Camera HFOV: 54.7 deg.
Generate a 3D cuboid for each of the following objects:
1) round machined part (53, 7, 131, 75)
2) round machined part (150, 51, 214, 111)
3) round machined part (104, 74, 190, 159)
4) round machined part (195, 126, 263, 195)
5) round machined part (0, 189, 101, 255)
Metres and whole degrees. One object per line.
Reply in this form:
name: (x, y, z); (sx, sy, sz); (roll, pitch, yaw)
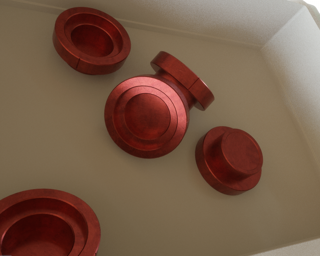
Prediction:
round machined part: (-0.092, -0.110, 0.413); (0.099, 0.042, 0.098); (14, 56, -21)
round machined part: (0.023, -0.055, 0.419); (0.098, 0.098, 0.042); (42, 90, 0)
round machined part: (-0.013, -0.016, 0.372); (0.098, 0.098, 0.042); (41, 20, -1)
round machined part: (0.102, 0.039, 0.428); (0.099, 0.042, 0.098); (14, 56, -21)
round machined part: (-0.103, 0.101, 0.262); (0.099, 0.042, 0.098); (12, 32, -7)
